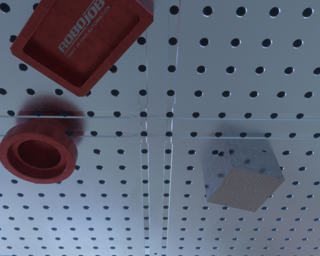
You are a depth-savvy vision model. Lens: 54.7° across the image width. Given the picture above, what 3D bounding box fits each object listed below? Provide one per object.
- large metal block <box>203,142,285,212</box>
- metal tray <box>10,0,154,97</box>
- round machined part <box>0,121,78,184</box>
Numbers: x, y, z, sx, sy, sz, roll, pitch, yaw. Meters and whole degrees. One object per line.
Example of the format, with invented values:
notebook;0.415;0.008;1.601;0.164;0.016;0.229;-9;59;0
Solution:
large metal block;0.121;0.074;0.459;0.081;0.050;0.079;15;129;-13
metal tray;-0.080;-0.102;0.320;0.090;0.030;0.130;35;122;-26
round machined part;-0.162;0.029;0.424;0.099;0.042;0.097;0;130;0
